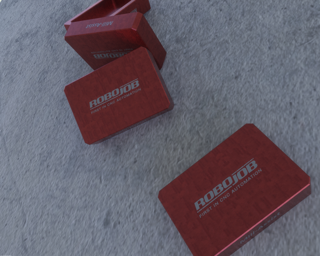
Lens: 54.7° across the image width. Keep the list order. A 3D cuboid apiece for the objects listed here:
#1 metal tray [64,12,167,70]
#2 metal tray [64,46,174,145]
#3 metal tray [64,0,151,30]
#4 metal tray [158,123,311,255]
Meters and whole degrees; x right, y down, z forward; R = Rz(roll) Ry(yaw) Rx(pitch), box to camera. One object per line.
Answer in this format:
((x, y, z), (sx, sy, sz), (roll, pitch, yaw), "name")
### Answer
((-0.067, -0.125, 0.471), (0.130, 0.090, 0.030), (3, 64, 29), "metal tray")
((-0.057, -0.042, 0.427), (0.130, 0.030, 0.090), (-24, 84, 13), "metal tray")
((-0.089, -0.195, 0.538), (0.090, 0.030, 0.130), (15, 50, 33), "metal tray")
((0.073, 0.067, 0.321), (0.130, 0.030, 0.090), (-38, 51, 2), "metal tray")
